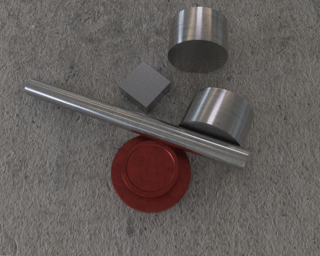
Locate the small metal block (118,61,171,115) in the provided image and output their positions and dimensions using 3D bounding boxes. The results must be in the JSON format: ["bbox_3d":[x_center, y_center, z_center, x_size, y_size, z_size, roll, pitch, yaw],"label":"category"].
[{"bbox_3d":[-0.021,-0.056,0.428,0.050,0.025,0.050,39,74,13],"label":"small metal block"}]

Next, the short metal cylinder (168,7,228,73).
[{"bbox_3d":[0.052,-0.117,0.422,0.080,0.080,0.050,4,70,1],"label":"short metal cylinder"}]

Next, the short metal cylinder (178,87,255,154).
[{"bbox_3d":[0.068,-0.004,0.378,0.080,0.080,0.050,24,64,8],"label":"short metal cylinder"}]

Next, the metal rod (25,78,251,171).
[{"bbox_3d":[-0.041,-0.011,0.382,0.301,0.025,0.025,19,71,18],"label":"metal rod"}]

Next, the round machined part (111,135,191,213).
[{"bbox_3d":[-0.011,0.053,0.380,0.099,0.042,0.098,0,70,0],"label":"round machined part"}]
